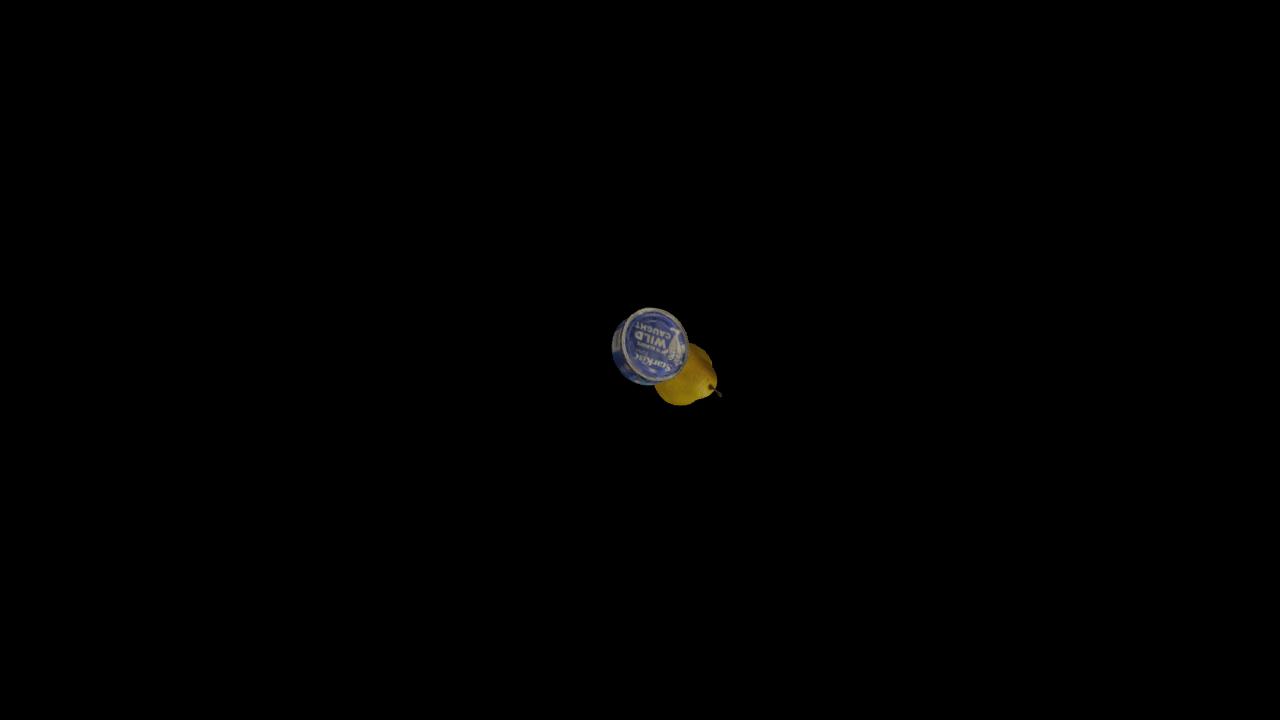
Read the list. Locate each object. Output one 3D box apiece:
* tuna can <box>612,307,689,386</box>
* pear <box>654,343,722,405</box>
[{"bbox_3d":[0.011,-0.014,0.689,0.084,0.084,0.034,0,-13,-27],"label":"tuna can"},{"bbox_3d":[0.063,0.018,0.745,0.080,0.080,0.111,0,3,-27],"label":"pear"}]
